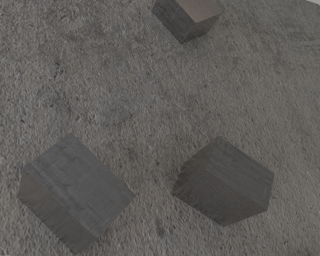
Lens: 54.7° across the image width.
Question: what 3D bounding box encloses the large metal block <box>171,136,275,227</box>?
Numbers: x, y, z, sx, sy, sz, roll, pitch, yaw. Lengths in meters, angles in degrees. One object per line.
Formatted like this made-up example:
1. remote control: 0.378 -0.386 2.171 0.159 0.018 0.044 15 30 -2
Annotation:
1. large metal block: 0.073 0.066 0.367 0.080 0.080 0.050 34 51 -6

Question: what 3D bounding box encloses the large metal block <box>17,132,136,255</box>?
1. large metal block: -0.080 0.064 0.286 0.080 0.080 0.050 44 51 2

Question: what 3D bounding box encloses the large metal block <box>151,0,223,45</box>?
1. large metal block: 0.047 -0.201 0.535 0.081 0.050 0.080 -34 81 -38
